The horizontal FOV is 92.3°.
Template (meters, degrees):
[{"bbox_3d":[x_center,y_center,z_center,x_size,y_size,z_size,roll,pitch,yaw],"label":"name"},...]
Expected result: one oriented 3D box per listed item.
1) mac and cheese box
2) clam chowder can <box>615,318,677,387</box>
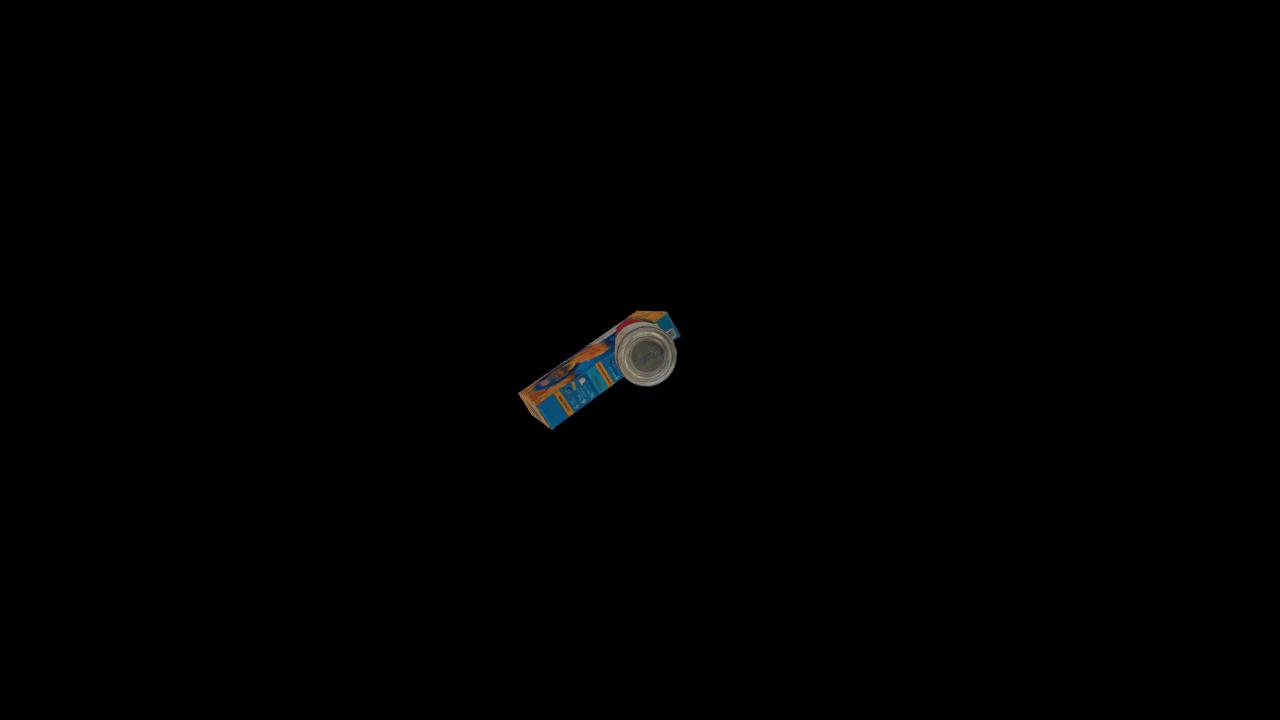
[{"bbox_3d":[-0.049,0.006,0.723,0.184,0.041,0.093,-36,19,-16],"label":"mac and cheese box"},{"bbox_3d":[0.002,-0.011,0.704,0.068,0.068,0.102,0,9,-5],"label":"clam chowder can"}]
